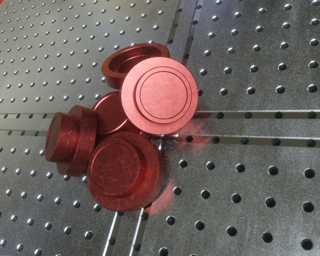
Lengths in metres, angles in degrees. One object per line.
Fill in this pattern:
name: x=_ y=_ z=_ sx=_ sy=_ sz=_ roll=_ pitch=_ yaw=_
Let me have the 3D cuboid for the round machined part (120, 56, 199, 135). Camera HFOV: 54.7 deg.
round machined part: x=0.001 y=-0.040 z=0.382 sx=0.098 sy=0.098 sz=0.042 roll=-47 pitch=10 yaw=-5

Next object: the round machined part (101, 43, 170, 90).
round machined part: x=-0.031 y=-0.082 z=0.447 sx=0.098 sy=0.042 sz=0.098 roll=-10 pitch=38 yaw=8

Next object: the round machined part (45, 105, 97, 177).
round machined part: x=-0.125 y=0.015 z=0.421 sx=0.098 sy=0.042 sz=0.098 roll=-29 pitch=54 yaw=50

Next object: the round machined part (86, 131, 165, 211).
round machined part: x=-0.047 y=0.050 z=0.374 sx=0.098 sy=0.042 sz=0.098 roll=-6 pitch=71 yaw=20

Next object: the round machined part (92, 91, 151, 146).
round machined part: x=-0.059 y=-0.013 z=0.433 sx=0.098 sy=0.042 sz=0.098 roll=-13 pitch=56 yaw=20
